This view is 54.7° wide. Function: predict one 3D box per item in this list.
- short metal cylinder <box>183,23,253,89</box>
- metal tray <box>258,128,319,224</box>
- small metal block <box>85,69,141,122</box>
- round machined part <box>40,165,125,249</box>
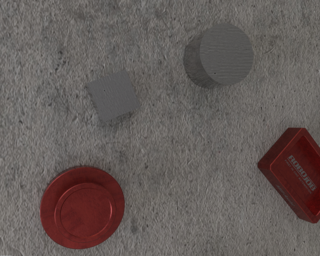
[{"bbox_3d":[0.079,-0.096,0.425,0.081,0.050,0.080,0,90,-20],"label":"short metal cylinder"},{"bbox_3d":[0.225,0.074,0.489,0.090,0.030,0.130,-45,104,-15],"label":"metal tray"},{"bbox_3d":[-0.059,-0.040,0.387,0.050,0.025,0.050,-24,98,-19],"label":"small metal block"},{"bbox_3d":[-0.090,0.095,0.367,0.099,0.042,0.097,0,90,-20],"label":"round machined part"}]
